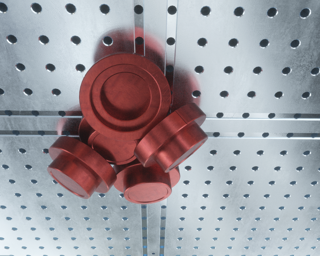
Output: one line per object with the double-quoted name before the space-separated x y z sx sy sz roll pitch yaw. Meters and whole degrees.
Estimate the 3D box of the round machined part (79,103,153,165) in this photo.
"round machined part" -0.057 0.011 0.407 0.099 0.042 0.097 -1 130 0

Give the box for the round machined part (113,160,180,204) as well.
"round machined part" -0.019 0.077 0.450 0.099 0.042 0.097 -5 142 -4

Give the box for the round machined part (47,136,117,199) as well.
"round machined part" -0.111 0.059 0.418 0.098 0.042 0.097 24 148 17

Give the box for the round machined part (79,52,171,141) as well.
"round machined part" -0.039 -0.038 0.353 0.099 0.042 0.097 -2 109 -5

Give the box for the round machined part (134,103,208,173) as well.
"round machined part" 0.020 0.017 0.377 0.042 0.099 0.097 50 123 13
